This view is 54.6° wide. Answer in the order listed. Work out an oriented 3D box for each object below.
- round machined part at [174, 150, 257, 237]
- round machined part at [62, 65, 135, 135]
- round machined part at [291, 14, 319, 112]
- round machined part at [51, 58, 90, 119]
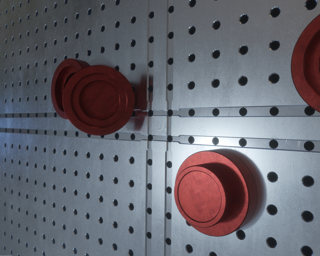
[{"bbox_3d":[0.055,0.075,0.354,0.098,0.042,0.097,0,90,40],"label":"round machined part"},{"bbox_3d":[-0.087,-0.040,0.448,0.042,0.099,0.097,-136,53,-79],"label":"round machined part"},{"bbox_3d":[0.167,-0.055,0.260,0.098,0.042,0.097,0,90,40],"label":"round machined part"},{"bbox_3d":[-0.134,-0.063,0.511,0.098,0.042,0.097,0,90,40],"label":"round machined part"}]
